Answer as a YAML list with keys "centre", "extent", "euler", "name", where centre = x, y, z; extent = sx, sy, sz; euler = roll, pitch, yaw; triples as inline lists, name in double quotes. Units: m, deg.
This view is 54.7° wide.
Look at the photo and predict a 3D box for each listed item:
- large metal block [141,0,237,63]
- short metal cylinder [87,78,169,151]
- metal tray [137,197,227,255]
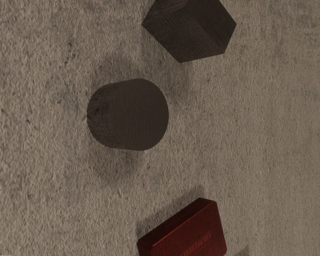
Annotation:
- centre: [0.038, -0.135, 0.402]
  extent: [0.080, 0.080, 0.050]
  euler: [38, 66, -34]
  name: "large metal block"
- centre: [-0.037, -0.015, 0.360]
  extent: [0.081, 0.050, 0.079]
  euler: [0, 90, -40]
  name: "short metal cylinder"
- centre: [0.036, 0.167, 0.435]
  extent: [0.131, 0.030, 0.089]
  euler: [-23, 105, -38]
  name: "metal tray"
